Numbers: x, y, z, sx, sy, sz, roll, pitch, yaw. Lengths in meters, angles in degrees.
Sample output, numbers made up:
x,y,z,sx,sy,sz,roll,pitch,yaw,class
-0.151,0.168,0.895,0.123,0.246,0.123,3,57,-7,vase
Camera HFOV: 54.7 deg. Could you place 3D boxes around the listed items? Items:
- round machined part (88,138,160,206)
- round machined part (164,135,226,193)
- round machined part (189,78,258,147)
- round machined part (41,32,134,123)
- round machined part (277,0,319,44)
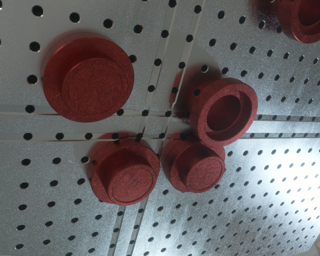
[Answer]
x,y,z,sx,sy,sz,roll,pitch,yaw,class
-0.044,0.066,0.418,0.099,0.042,0.097,-14,125,-21,round machined part
0.059,0.060,0.472,0.099,0.042,0.097,-14,125,-21,round machined part
0.084,-0.025,0.433,0.099,0.042,0.097,-14,125,-21,round machined part
-0.073,-0.048,0.331,0.099,0.042,0.097,-14,125,-21,round machined part
0.195,-0.165,0.407,0.099,0.042,0.097,-14,125,-21,round machined part
